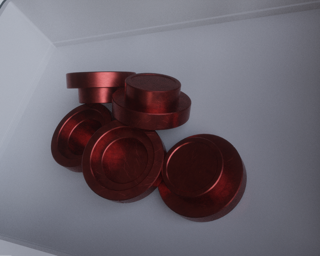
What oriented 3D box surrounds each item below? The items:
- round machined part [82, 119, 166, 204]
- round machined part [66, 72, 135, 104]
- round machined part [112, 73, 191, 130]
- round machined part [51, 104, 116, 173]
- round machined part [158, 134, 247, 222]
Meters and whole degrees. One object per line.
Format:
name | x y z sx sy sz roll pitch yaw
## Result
round machined part | -0.039 0.041 0.372 0.098 0.042 0.098 -5 67 12
round machined part | -0.083 -0.058 0.447 0.098 0.099 0.042 3 99 29
round machined part | -0.010 -0.039 0.385 0.099 0.042 0.098 4 27 -2
round machined part | -0.098 0.017 0.431 0.098 0.042 0.098 -13 56 20
round machined part | 0.041 0.049 0.340 0.098 0.042 0.098 -13 56 20
